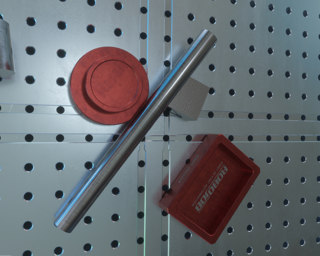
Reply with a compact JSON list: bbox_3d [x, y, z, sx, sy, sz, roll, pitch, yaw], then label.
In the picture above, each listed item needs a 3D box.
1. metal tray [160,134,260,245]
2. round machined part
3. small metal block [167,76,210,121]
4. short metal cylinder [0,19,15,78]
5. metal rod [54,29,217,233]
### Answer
[{"bbox_3d":[0.073,0.083,0.438,0.090,0.030,0.130,40,77,-16],"label":"metal tray"},{"bbox_3d":[-0.060,-0.052,0.382,0.099,0.042,0.097,0,90,-21],"label":"round machined part"},{"bbox_3d":[0.034,-0.043,0.426,0.050,0.025,0.050,25,82,-19],"label":"small metal block"},{"bbox_3d":[-0.193,-0.079,0.312,0.081,0.080,0.050,-7,93,-20],"label":"short metal cylinder"},{"bbox_3d":[-0.026,-0.001,0.386,0.025,0.025,0.300,39,84,-16],"label":"metal rod"}]
